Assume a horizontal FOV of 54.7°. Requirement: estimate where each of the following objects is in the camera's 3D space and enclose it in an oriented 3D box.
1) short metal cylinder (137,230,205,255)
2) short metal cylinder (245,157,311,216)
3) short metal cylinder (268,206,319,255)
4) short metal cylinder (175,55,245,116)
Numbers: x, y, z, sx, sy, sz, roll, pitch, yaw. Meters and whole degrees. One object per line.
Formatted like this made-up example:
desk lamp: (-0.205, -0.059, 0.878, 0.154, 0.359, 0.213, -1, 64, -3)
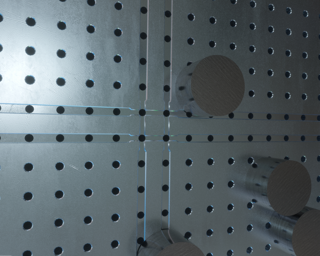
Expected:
short metal cylinder: (0.015, 0.181, 0.406, 0.081, 0.050, 0.079, 0, 90, -21)
short metal cylinder: (0.178, 0.086, 0.467, 0.081, 0.050, 0.079, 0, 90, -21)
short metal cylinder: (0.219, 0.161, 0.483, 0.081, 0.050, 0.079, 0, 90, -21)
short metal cylinder: (0.068, -0.055, 0.426, 0.081, 0.050, 0.079, 0, 90, -21)
